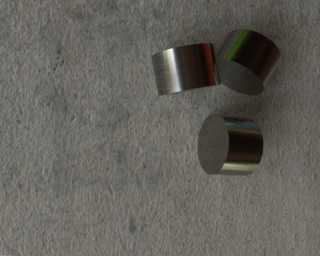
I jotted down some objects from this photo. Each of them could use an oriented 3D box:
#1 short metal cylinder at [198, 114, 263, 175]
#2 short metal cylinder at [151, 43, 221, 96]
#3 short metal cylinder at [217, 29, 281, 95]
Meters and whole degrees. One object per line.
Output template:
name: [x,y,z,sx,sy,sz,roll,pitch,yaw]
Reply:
short metal cylinder: [0.092,0.023,0.415,0.050,0.080,0.080,6,88,-20]
short metal cylinder: [0.033,-0.072,0.393,0.081,0.080,0.050,-12,94,-20]
short metal cylinder: [0.116,-0.088,0.424,0.080,0.080,0.050,35,79,-17]
